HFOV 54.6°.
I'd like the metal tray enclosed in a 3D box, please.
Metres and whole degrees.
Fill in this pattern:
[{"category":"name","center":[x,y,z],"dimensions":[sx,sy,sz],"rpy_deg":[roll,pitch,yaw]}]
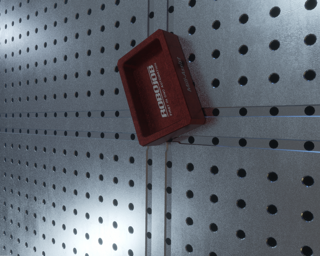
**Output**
[{"category":"metal tray","center":[-0.003,-0.050,0.409],"dimensions":[0.090,0.030,0.130],"rpy_deg":[-27,73,37]}]
